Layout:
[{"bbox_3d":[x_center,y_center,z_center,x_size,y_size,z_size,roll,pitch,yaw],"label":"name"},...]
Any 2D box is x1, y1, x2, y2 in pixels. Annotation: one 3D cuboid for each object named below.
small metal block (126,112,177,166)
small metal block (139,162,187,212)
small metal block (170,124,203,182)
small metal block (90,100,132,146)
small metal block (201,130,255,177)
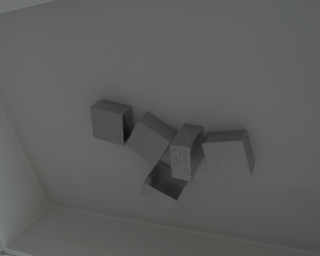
[{"bbox_3d":[-0.012,0.015,0.419,0.050,0.025,0.050,33,129,5],"label":"small metal block"},{"bbox_3d":[0.007,0.080,0.434,0.050,0.050,0.025,27,128,10],"label":"small metal block"},{"bbox_3d":[0.035,0.030,0.390,0.025,0.050,0.050,9,122,23],"label":"small metal block"},{"bbox_3d":[-0.067,-0.008,0.434,0.050,0.025,0.050,14,124,20],"label":"small metal block"},{"bbox_3d":[0.084,0.032,0.380,0.050,0.025,0.050,-6,116,30],"label":"small metal block"}]
